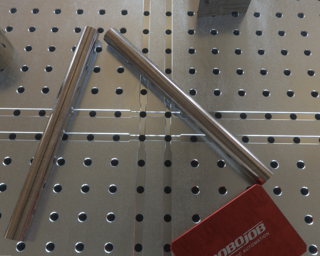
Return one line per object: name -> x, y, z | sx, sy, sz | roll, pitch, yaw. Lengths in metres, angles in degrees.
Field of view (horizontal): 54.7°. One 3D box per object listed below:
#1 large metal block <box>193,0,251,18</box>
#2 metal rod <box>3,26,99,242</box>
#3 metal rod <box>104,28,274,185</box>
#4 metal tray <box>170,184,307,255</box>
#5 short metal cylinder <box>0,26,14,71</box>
large metal block -> 0.093, -0.225, 0.482 | 0.081, 0.050, 0.080 | -7, 70, -3
metal rod -> -0.136, -0.007, 0.412 | 0.025, 0.025, 0.299 | 12, 70, 4
metal rod -> 0.030, -0.037, 0.425 | 0.025, 0.025, 0.300 | -42, 76, -14
metal tray -> 0.088, 0.138, 0.360 | 0.131, 0.030, 0.090 | -31, 73, -11
short metal cylinder -> -0.260, -0.120, 0.439 | 0.081, 0.050, 0.080 | 0, 70, 0
